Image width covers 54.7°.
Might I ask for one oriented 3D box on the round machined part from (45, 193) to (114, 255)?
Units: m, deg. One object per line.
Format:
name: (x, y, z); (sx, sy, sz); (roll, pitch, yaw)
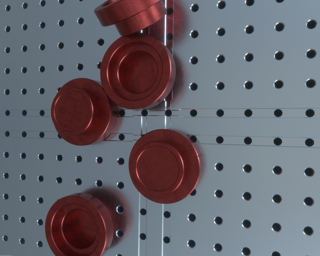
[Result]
round machined part: (-0.109, 0.141, 0.441); (0.098, 0.042, 0.097); (0, 90, 19)

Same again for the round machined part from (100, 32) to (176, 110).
round machined part: (-0.026, -0.073, 0.412); (0.098, 0.042, 0.097); (0, 90, 19)

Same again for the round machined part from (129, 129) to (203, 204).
round machined part: (0.004, 0.050, 0.402); (0.098, 0.042, 0.097); (0, 90, 19)

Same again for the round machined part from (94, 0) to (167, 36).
round machined part: (-0.030, -0.152, 0.394); (0.098, 0.098, 0.042); (-18, 120, 18)

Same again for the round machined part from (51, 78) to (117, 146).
round machined part: (-0.115, -0.023, 0.443); (0.098, 0.042, 0.097); (0, 90, 19)
